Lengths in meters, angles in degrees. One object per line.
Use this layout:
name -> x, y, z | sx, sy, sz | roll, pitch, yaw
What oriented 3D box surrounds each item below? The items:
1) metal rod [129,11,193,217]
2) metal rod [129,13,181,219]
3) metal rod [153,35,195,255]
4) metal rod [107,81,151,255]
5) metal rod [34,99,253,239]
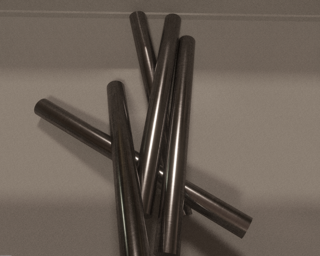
metal rod -> -0.004, -0.032, 0.421 | 0.025, 0.025, 0.299 | -11, 70, -4
metal rod -> 0.000, -0.038, 0.392 | 0.025, 0.025, 0.300 | 8, 58, 2
metal rod -> 0.023, -0.004, 0.374 | 0.025, 0.025, 0.300 | 6, 56, 2
metal rod -> -0.036, 0.044, 0.323 | 0.025, 0.025, 0.300 | -10, 43, -4
metal rod -> -0.033, 0.039, 0.375 | 0.301, 0.025, 0.025 | 28, 72, 17
